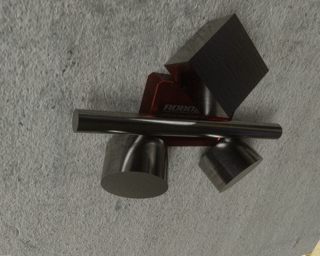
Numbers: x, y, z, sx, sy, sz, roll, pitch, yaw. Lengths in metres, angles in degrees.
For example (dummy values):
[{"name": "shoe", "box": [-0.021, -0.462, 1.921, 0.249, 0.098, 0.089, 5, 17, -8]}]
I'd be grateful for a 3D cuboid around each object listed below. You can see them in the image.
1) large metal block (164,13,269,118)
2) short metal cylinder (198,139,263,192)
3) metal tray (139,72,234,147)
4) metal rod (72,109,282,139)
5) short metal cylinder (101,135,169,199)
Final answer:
[{"name": "large metal block", "box": [0.066, -0.069, 0.357, 0.080, 0.050, 0.080, -48, 115, -16]}, {"name": "short metal cylinder", "box": [0.104, 0.052, 0.460, 0.080, 0.050, 0.080, -32, 158, -15]}, {"name": "metal tray", "box": [0.038, -0.021, 0.414, 0.131, 0.030, 0.089, 2, 118, -29]}, {"name": "metal rod", "box": [0.044, -0.001, 0.393, 0.302, 0.025, 0.025, 3, 117, -30]}, {"name": "short metal cylinder", "box": [-0.029, 0.049, 0.383, 0.080, 0.050, 0.080, 1, 146, 1]}]
